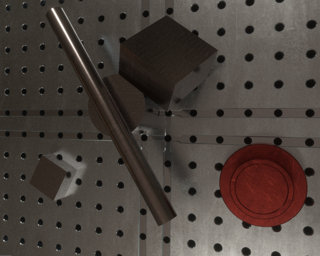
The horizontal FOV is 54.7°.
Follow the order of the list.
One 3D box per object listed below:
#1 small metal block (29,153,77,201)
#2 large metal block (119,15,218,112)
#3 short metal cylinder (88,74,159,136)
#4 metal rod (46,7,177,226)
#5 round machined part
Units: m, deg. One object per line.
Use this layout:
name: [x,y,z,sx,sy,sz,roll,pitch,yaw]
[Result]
small metal block: [-0.161,0.073,0.468,0.050,0.025,0.050,30,99,17]
large metal block: [0.008,-0.079,0.374,0.080,0.050,0.080,39,59,15]
short metal cylinder: [-0.048,-0.028,0.415,0.080,0.050,0.079,0,90,19]
metal rod: [-0.064,-0.022,0.381,0.025,0.025,0.299,-33,80,17]
round machined part: [0.119,0.067,0.362,0.098,0.042,0.097,0,90,19]
